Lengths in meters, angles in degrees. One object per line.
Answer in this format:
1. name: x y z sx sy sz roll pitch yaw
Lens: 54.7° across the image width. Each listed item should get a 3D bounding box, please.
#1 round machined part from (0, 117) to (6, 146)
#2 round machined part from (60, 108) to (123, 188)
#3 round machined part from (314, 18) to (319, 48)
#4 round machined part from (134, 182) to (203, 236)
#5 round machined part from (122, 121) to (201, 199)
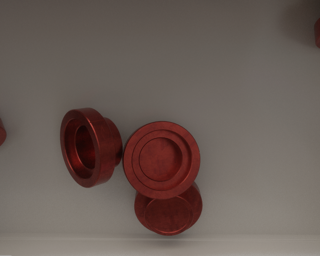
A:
1. round machined part: -0.248 0.004 0.381 0.098 0.098 0.042 -32 72 11
2. round machined part: -0.084 0.022 0.391 0.042 0.098 0.097 -12 117 -42
3. round machined part: 0.223 -0.121 0.337 0.099 0.098 0.042 -1 82 0
4. round machined part: 0.012 0.114 0.445 0.099 0.042 0.097 0 110 -1
5. round machined part: -0.001 0.040 0.405 0.099 0.042 0.097 0 88 -11
